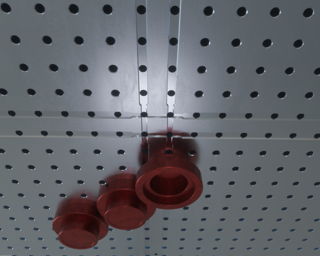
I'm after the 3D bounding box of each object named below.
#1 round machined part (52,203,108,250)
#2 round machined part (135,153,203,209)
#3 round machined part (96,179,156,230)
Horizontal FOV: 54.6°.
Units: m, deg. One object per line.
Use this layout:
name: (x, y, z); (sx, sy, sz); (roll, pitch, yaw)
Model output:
round machined part: (-0.142, 0.180, 0.552); (0.099, 0.042, 0.097); (0, 130, 0)
round machined part: (0.013, 0.076, 0.465); (0.099, 0.042, 0.097); (0, 130, 0)
round machined part: (-0.056, 0.132, 0.512); (0.099, 0.042, 0.097); (0, 130, 0)
